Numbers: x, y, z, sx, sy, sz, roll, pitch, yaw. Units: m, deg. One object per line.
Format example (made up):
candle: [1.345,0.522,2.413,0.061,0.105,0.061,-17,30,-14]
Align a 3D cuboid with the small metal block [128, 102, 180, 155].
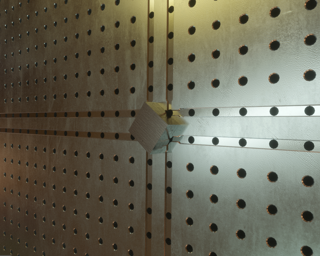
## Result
small metal block: [-0.009,0.000,0.418,0.050,0.025,0.050,46,118,30]
